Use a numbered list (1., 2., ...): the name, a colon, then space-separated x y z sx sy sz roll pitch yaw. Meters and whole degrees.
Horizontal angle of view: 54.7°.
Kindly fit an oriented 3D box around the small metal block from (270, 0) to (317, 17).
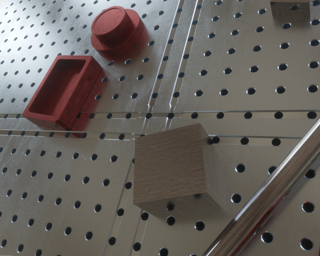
1. small metal block: 0.185 -0.180 0.421 0.050 0.025 0.050 17 70 34

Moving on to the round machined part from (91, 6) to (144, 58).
1. round machined part: -0.081 -0.175 0.545 0.098 0.042 0.098 -13 56 20

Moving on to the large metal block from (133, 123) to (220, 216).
1. large metal block: 0.018 0.049 0.352 0.080 0.050 0.080 -14 56 20

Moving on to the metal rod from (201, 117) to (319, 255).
1. metal rod: 0.144 0.030 0.313 0.300 0.025 0.025 -47 52 -6

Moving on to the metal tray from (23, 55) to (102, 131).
1. metal tray: -0.165 -0.064 0.528 0.090 0.030 0.130 9 66 31
